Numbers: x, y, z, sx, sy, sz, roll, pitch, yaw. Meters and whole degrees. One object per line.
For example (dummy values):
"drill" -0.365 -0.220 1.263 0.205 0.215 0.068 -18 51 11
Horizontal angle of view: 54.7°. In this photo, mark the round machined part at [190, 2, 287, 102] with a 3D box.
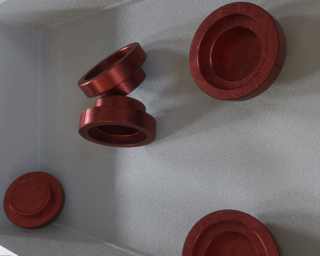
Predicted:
"round machined part" 0.083 -0.076 0.326 0.098 0.042 0.097 0 90 39

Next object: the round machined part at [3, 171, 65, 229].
"round machined part" -0.219 0.121 0.535 0.098 0.099 0.042 61 164 22

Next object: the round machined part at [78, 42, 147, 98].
"round machined part" -0.058 -0.070 0.418 0.098 0.098 0.042 -14 121 39

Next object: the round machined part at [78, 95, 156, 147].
"round machined part" -0.054 -0.009 0.405 0.098 0.098 0.042 -16 62 38

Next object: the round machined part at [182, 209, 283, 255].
"round machined part" 0.075 0.137 0.316 0.098 0.042 0.098 -14 58 24
